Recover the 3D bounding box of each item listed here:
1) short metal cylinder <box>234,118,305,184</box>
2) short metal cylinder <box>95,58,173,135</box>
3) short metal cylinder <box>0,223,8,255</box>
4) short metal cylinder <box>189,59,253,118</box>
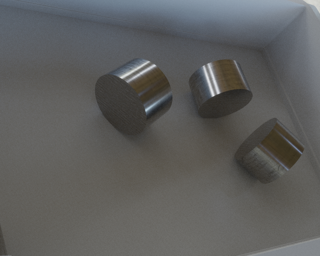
[{"bbox_3d":[0.152,0.032,0.436,0.050,0.080,0.080,43,51,1],"label":"short metal cylinder"},{"bbox_3d":[-0.032,-0.038,0.378,0.080,0.080,0.050,47,51,4],"label":"short metal cylinder"},{"bbox_3d":[-0.154,0.107,0.223,0.081,0.080,0.050,-11,68,-33],"label":"short metal cylinder"},{"bbox_3d":[0.088,-0.055,0.453,0.081,0.080,0.050,-1,62,-29],"label":"short metal cylinder"}]
